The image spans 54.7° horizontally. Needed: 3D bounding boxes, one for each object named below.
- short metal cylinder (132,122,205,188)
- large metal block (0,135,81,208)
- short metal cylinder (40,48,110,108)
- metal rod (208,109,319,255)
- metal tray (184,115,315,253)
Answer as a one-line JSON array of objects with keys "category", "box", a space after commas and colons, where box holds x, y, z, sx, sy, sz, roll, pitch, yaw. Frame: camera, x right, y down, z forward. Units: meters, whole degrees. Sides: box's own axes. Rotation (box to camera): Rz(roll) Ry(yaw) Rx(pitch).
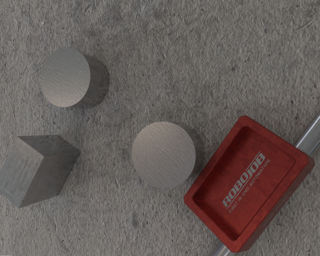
[{"category": "short metal cylinder", "box": [0.012, 0.032, 0.391, 0.080, 0.050, 0.079, 0, 90, 20]}, {"category": "large metal block", "box": [-0.171, 0.057, 0.440, 0.050, 0.080, 0.080, 32, 100, 17]}, {"category": "short metal cylinder", "box": [-0.119, -0.068, 0.438, 0.080, 0.050, 0.079, 0, 90, 20]}, {"category": "metal rod", "box": [0.141, 0.058, 0.359, 0.025, 0.025, 0.299, 36, 101, 16]}, {"category": "metal tray", "box": [0.097, 0.062, 0.355, 0.090, 0.030, 0.129, 41, 104, 38]}]
